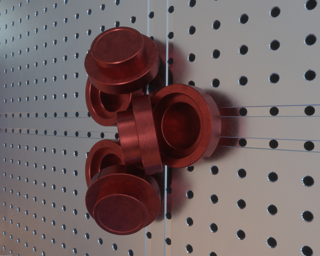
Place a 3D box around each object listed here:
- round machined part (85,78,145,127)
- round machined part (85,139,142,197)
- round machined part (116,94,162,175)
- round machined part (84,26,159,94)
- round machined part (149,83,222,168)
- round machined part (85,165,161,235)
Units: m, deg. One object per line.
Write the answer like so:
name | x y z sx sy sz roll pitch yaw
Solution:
round machined part | -0.061 -0.051 0.449 0.098 0.042 0.097 0 90 40
round machined part | -0.062 0.065 0.450 0.098 0.042 0.097 0 90 40
round machined part | -0.027 0.010 0.382 0.042 0.098 0.098 -10 81 -3
round machined part | -0.051 -0.094 0.406 0.098 0.042 0.098 -4 56 6
round machined part | 0.031 -0.003 0.373 0.098 0.042 0.097 0 90 40
round machined part | -0.049 0.099 0.402 0.099 0.042 0.097 1 117 1
